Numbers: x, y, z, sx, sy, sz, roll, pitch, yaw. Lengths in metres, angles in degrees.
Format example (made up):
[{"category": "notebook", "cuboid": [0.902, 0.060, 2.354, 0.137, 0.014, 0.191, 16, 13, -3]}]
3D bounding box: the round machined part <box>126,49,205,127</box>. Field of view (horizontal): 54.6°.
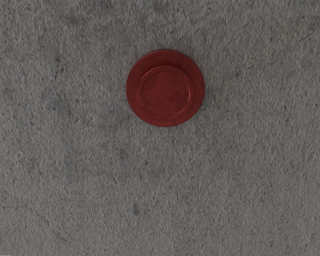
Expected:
[{"category": "round machined part", "cuboid": [0.007, -0.046, 0.384, 0.099, 0.042, 0.097, 0, 110, 0]}]
